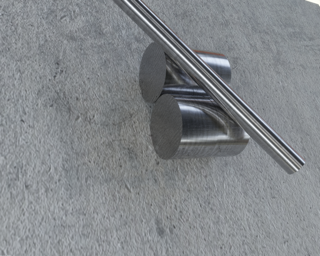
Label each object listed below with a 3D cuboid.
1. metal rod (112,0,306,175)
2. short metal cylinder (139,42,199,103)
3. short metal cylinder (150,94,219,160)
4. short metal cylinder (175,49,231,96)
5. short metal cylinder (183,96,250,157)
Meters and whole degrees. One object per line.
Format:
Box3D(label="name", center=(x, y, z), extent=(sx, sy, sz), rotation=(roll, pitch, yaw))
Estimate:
Box3D(label="metal rod", center=(0.054, -0.061, 0.368), extent=(0.300, 0.025, 0.025), rotation=(45, 51, 3))
Box3D(label="short metal cylinder", center=(0.011, -0.072, 0.420), extent=(0.050, 0.080, 0.080), rotation=(1, 62, -28))
Box3D(label="short metal cylinder", center=(0.028, -0.001, 0.386), extent=(0.050, 0.080, 0.080), rotation=(1, 62, -28))
Box3D(label="short metal cylinder", center=(0.056, -0.072, 0.444), extent=(0.050, 0.080, 0.080), rotation=(1, 62, -28))
Box3D(label="short metal cylinder", center=(0.073, -0.001, 0.410), extent=(0.050, 0.080, 0.080), rotation=(1, 62, -28))
